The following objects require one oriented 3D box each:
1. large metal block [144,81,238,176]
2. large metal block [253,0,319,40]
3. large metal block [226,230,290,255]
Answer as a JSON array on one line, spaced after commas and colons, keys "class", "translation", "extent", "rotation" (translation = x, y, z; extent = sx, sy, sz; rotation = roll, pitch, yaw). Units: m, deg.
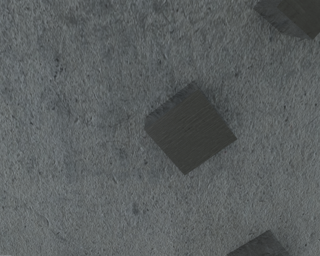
[{"class": "large metal block", "translation": [0.038, -0.001, 0.396], "extent": [0.080, 0.050, 0.080], "rotation": [-37, 106, 12]}, {"class": "large metal block", "translation": [0.156, -0.145, 0.328], "extent": [0.050, 0.080, 0.080], "rotation": [36, 106, -12]}, {"class": "large metal block", "translation": [0.164, 0.220, 0.479], "extent": [0.080, 0.050, 0.080], "rotation": [-36, 106, 12]}]
